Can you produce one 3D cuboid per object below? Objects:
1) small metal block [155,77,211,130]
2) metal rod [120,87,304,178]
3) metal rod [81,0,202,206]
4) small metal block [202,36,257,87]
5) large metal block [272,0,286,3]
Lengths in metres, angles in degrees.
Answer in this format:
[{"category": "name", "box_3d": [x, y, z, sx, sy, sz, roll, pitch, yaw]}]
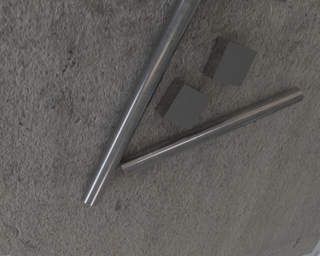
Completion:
[{"category": "small metal block", "box_3d": [0.030, -0.031, 0.404, 0.050, 0.025, 0.050, 22, 107, -36]}, {"category": "metal rod", "box_3d": [0.084, 0.001, 0.452, 0.302, 0.025, 0.025, -22, 127, -15]}, {"category": "metal rod", "box_3d": [-0.026, -0.030, 0.373, 0.025, 0.025, 0.298, 16, 110, -35]}, {"category": "small metal block", "box_3d": [0.090, -0.085, 0.404, 0.050, 0.025, 0.050, 8, 114, -32]}, {"category": "large metal block", "box_3d": [0.083, -0.170, 0.312, 0.081, 0.080, 0.050, 6, 115, -31]}]
